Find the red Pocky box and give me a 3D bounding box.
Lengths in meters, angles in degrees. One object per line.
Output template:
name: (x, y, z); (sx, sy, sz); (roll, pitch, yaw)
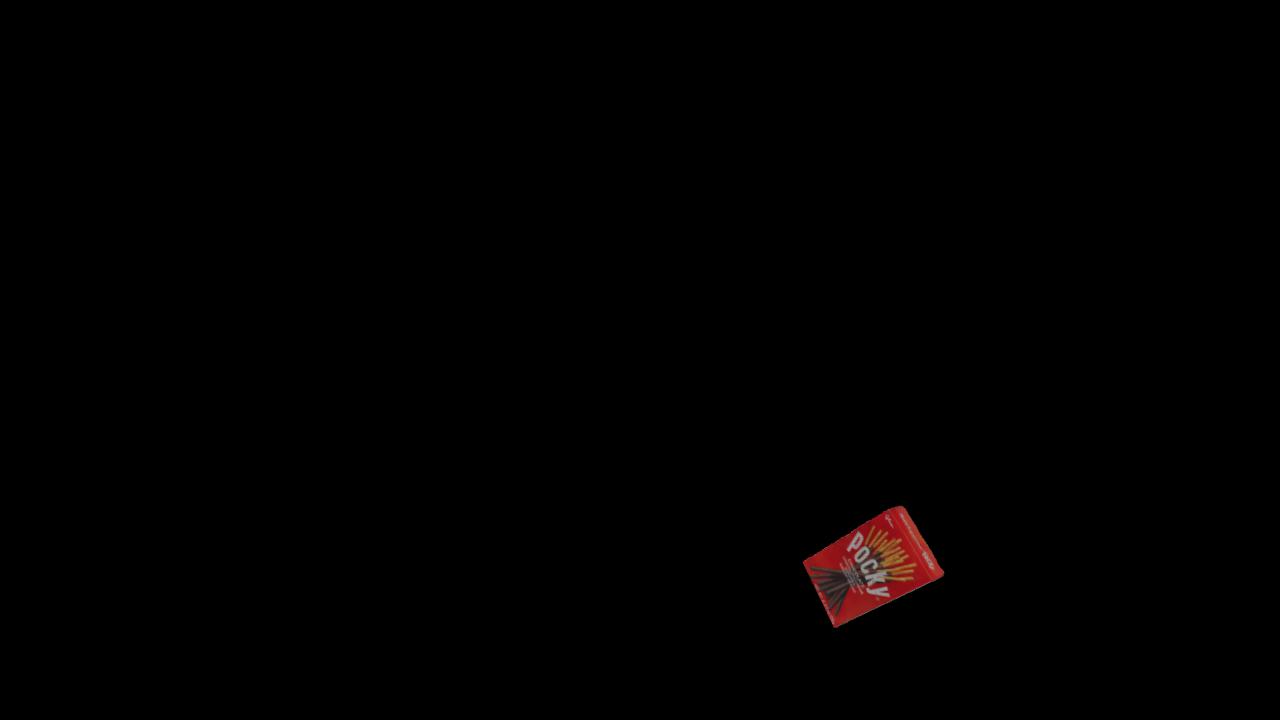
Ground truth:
red Pocky box: (0.257, 0.236, 0.699); (0.028, 0.083, 0.155); (1, -38, -34)
